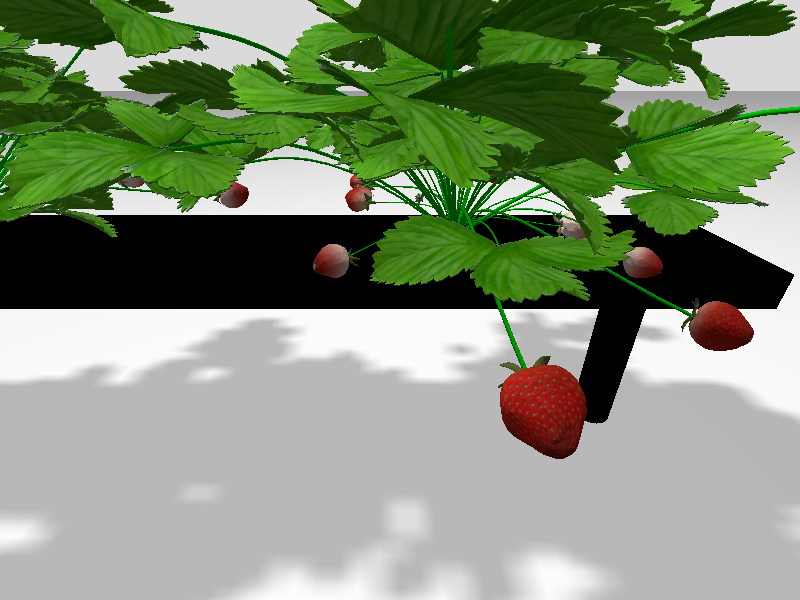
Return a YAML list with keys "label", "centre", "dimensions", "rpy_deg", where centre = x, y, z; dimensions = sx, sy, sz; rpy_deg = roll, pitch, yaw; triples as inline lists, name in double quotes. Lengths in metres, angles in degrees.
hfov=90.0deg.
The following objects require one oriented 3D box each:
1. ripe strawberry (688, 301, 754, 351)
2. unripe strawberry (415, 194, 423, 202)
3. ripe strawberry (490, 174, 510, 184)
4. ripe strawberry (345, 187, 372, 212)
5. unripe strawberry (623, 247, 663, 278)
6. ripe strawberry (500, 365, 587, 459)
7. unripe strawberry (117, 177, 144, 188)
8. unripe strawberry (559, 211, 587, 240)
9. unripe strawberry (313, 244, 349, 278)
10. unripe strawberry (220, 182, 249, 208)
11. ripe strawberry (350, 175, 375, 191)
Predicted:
- label: "ripe strawberry"
  centre: [0.173, 0.015, 0.215]
  dimensions: [0.025, 0.026, 0.027]
  rpy_deg: [-20, 35, -31]
- label: "unripe strawberry"
  centre: [0.022, -0.120, 0.470]
  dimensions: [0.009, 0.010, 0.010]
  rpy_deg: [-7, 29, -12]
- label: "ripe strawberry"
  centre: [0.134, -0.177, 0.541]
  dimensions: [0.042, 0.037, 0.038]
  rpy_deg: [11, 21, 19]
- label: "ripe strawberry"
  centre: [-0.046, -0.110, 0.433]
  dimensions: [0.030, 0.025, 0.030]
  rpy_deg: [22, 36, 35]
- label: "unripe strawberry"
  centre: [0.176, -0.027, 0.290]
  dimensions: [0.026, 0.022, 0.026]
  rpy_deg: [30, 39, 21]
- label: "ripe strawberry"
  centre: [0.056, 0.044, 0.155]
  dimensions: [0.033, 0.035, 0.036]
  rpy_deg: [-1, 30, -1]
- label: "unripe strawberry"
  centre: [-0.350, -0.163, 0.521]
  dimensions: [0.037, 0.032, 0.037]
  rpy_deg: [8, 30, 13]
- label: "unripe strawberry"
  centre: [0.158, -0.066, 0.352]
  dimensions: [0.033, 0.029, 0.033]
  rpy_deg: [3, 30, 5]
- label: "unripe strawberry"
  centre: [-0.051, -0.028, 0.291]
  dimensions: [0.027, 0.026, 0.025]
  rpy_deg: [-23, 36, -33]
- label: "unripe strawberry"
  centre: [-0.186, -0.119, 0.450]
  dimensions: [0.032, 0.031, 0.030]
  rpy_deg: [-12, 32, -22]
- label: "ripe strawberry"
  centre: [-0.048, -0.145, 0.495]
  dimensions: [0.031, 0.028, 0.028]
  rpy_deg: [-18, 33, -28]
